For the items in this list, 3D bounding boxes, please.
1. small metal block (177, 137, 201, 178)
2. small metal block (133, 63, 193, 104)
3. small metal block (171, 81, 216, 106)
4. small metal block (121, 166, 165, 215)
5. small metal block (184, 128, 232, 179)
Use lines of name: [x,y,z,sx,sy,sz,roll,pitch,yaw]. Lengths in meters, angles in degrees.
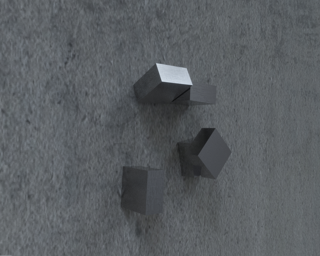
small metal block: [0.055,0.041,0.454,0.050,0.025,0.050,-14,99,-39]
small metal block: [0.003,-0.054,0.389,0.050,0.050,0.025,0,66,-40]
small metal block: [0.041,-0.046,0.425,0.050,0.050,0.025,4,88,-40]
small metal block: [-0.021,0.073,0.372,0.025,0.050,0.050,5,87,-40]
small metal block: [0.068,0.035,0.432,0.050,0.025,0.050,52,60,-28]
